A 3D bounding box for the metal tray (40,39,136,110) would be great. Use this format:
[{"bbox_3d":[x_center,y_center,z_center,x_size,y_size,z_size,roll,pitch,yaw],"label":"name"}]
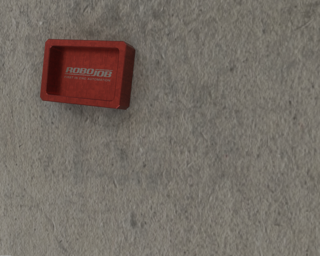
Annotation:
[{"bbox_3d":[-0.104,-0.077,0.441,0.130,0.030,0.089,7,92,19],"label":"metal tray"}]
